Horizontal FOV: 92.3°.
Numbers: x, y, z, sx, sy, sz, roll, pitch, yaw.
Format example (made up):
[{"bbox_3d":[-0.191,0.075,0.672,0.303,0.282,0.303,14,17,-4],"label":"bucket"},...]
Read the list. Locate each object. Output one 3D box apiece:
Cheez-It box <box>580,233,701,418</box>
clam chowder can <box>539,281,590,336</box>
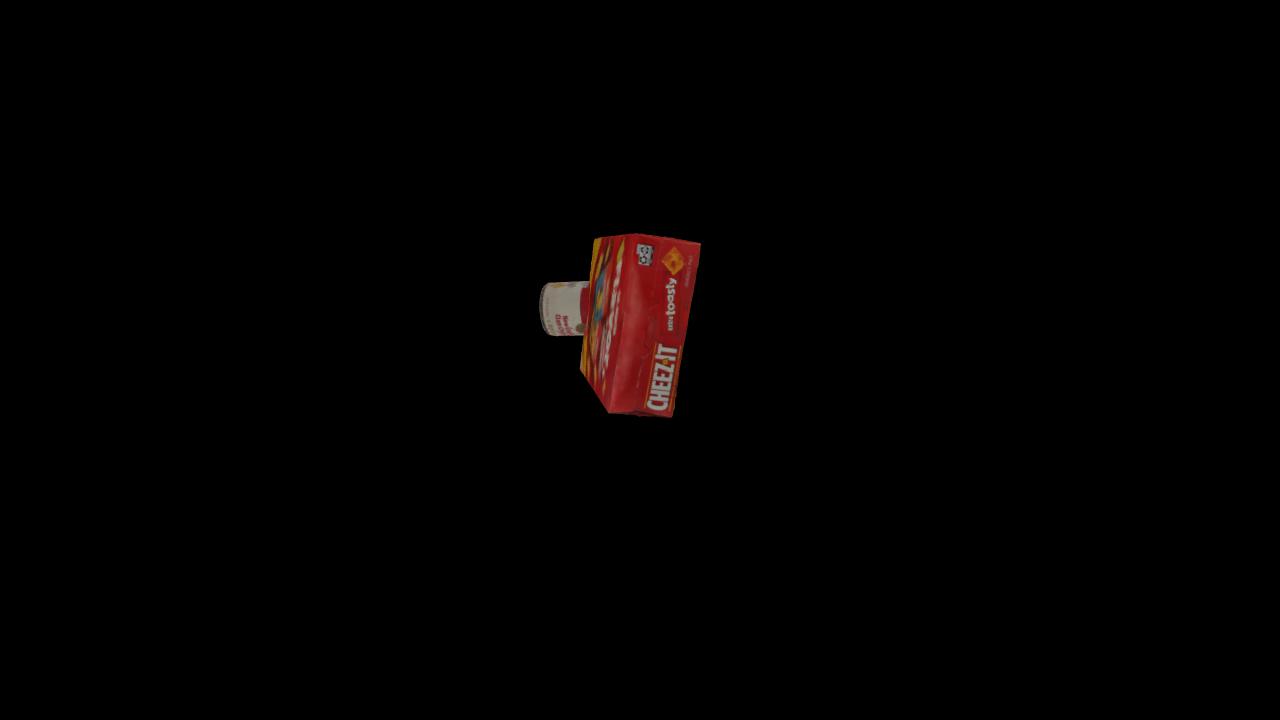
[{"bbox_3d":[-0.011,-0.046,0.652,0.071,0.166,0.223,6,7,-14],"label":"Cheez-It box"},{"bbox_3d":[-0.063,-0.063,0.746,0.102,0.068,0.068,0,0,14],"label":"clam chowder can"}]
